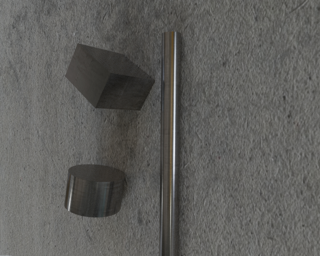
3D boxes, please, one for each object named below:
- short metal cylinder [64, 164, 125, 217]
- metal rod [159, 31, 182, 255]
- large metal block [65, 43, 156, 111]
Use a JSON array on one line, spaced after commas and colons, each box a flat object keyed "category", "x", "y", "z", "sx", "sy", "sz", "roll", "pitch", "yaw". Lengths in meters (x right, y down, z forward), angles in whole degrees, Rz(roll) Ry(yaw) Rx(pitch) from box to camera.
[{"category": "short metal cylinder", "x": -0.093, "y": 0.088, "z": 0.446, "sx": 0.080, "sy": 0.081, "sz": 0.050, "roll": 15, "pitch": 100, "yaw": 39}, {"category": "metal rod", "x": 0.013, "y": 0.030, "z": 0.394, "sx": 0.025, "sy": 0.025, "sz": 0.298, "roll": 1, "pitch": 91, "yaw": 40}, {"category": "large metal block", "x": -0.068, "y": -0.068, "z": 0.426, "sx": 0.080, "sy": 0.081, "sz": 0.050, "roll": 43, "pitch": 116, "yaw": 31}]
